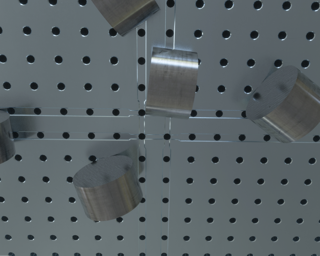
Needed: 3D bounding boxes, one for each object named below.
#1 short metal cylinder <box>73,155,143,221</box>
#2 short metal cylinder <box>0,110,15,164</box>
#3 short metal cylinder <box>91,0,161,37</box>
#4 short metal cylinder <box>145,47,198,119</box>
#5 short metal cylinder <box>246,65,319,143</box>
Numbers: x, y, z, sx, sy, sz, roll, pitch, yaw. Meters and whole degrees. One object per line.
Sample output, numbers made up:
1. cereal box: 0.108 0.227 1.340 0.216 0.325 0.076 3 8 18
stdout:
1. short metal cylinder: -0.068 0.078 0.412 0.080 0.080 0.050 -13 110 4
2. short metal cylinder: -0.228 0.013 0.386 0.081 0.080 0.050 1 110 -1
3. short metal cylinder: -0.043 -0.146 0.330 0.050 0.080 0.080 -33 107 11
4. short metal cylinder: 0.012 -0.052 0.365 0.050 0.080 0.079 6 110 -3
5. short metal cylinder: 0.152 -0.028 0.376 0.050 0.080 0.080 35 106 -12
